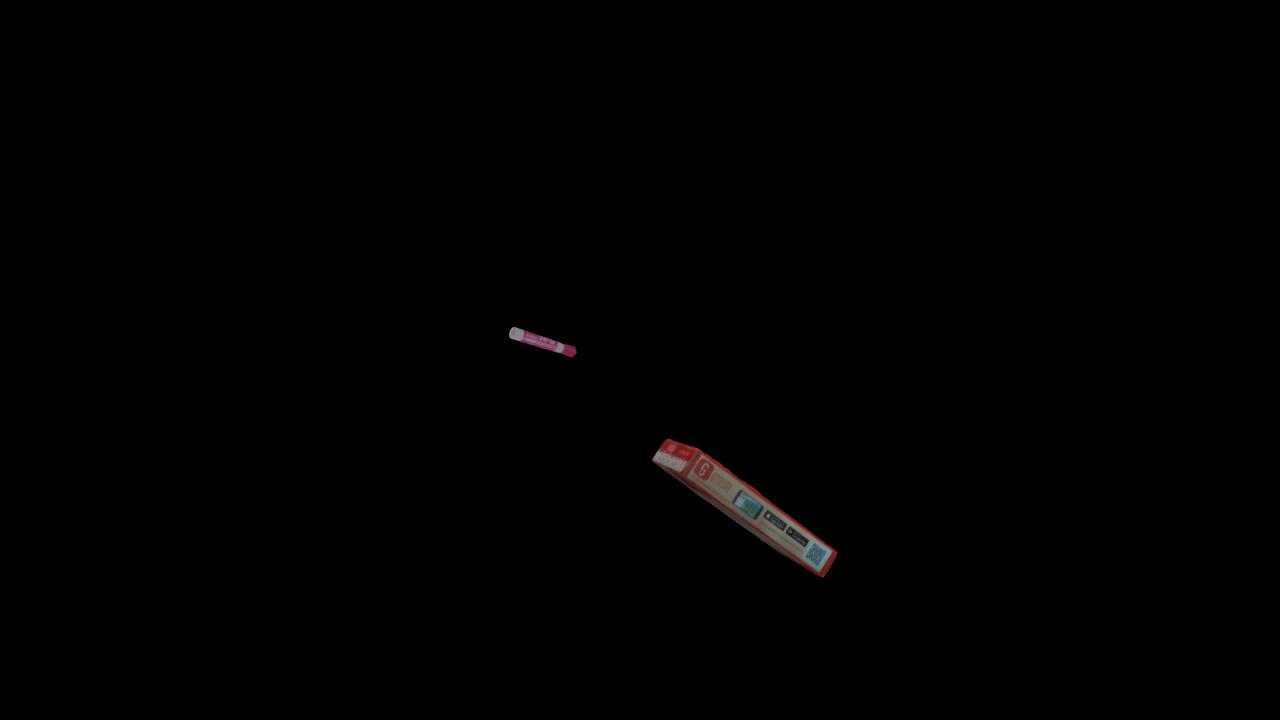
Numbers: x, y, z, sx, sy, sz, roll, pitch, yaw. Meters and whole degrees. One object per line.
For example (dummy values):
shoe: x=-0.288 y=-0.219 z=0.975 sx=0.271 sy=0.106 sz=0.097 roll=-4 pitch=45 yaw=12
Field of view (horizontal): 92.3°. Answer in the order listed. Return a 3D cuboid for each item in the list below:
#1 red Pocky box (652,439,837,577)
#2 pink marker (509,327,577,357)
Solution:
red Pocky box: x=0.086 y=0.123 z=0.524 sx=0.155 sy=0.028 sz=0.083 roll=37 pitch=-11 yaw=-12
pink marker: x=-0.149 y=-0.027 z=0.965 sx=0.121 sy=0.020 sz=0.020 roll=19 pitch=-12 yaw=-41
